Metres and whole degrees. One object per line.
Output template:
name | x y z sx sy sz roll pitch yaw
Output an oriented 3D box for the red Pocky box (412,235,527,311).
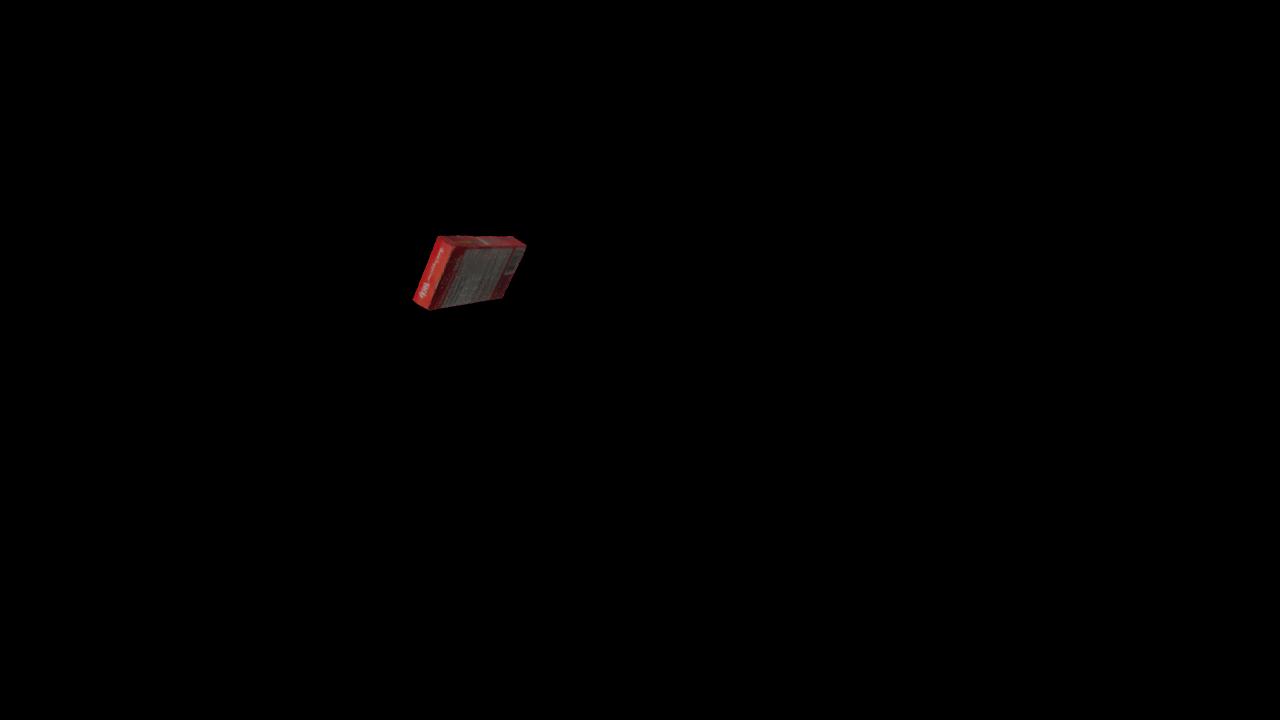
red Pocky box | -0.197 -0.106 0.728 0.028 0.083 0.155 35 20 10
